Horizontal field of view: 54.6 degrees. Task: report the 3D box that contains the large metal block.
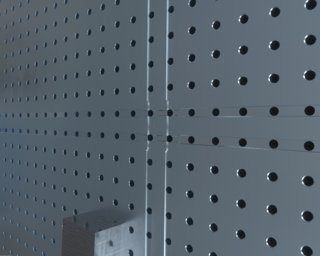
[{"bbox_3d":[-0.108,0.185,0.484,0.080,0.050,0.080,5,93,40],"label":"large metal block"}]
